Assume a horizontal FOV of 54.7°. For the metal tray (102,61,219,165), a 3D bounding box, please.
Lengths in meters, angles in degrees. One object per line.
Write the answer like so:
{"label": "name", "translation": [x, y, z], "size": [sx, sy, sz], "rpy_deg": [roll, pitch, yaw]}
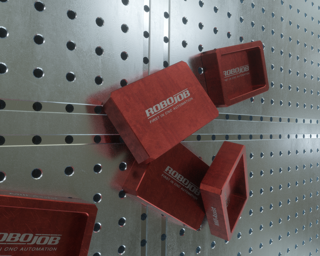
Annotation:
{"label": "metal tray", "translation": [0.005, -0.023, 0.391], "size": [0.131, 0.030, 0.090], "rpy_deg": [-31, 87, -36]}

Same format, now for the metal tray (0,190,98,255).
{"label": "metal tray", "translation": [-0.132, 0.110, 0.296], "size": [0.131, 0.030, 0.090], "rpy_deg": [19, 78, -39]}

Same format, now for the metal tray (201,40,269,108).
{"label": "metal tray", "translation": [0.129, -0.092, 0.516], "size": [0.131, 0.030, 0.089], "rpy_deg": [-21, 104, -38]}

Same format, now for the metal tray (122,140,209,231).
{"label": "metal tray", "translation": [0.021, 0.074, 0.426], "size": [0.130, 0.030, 0.090], "rpy_deg": [39, 66, -33]}

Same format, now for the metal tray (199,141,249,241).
{"label": "metal tray", "translation": [0.100, 0.094, 0.457], "size": [0.090, 0.030, 0.129], "rpy_deg": [-53, 142, -34]}
